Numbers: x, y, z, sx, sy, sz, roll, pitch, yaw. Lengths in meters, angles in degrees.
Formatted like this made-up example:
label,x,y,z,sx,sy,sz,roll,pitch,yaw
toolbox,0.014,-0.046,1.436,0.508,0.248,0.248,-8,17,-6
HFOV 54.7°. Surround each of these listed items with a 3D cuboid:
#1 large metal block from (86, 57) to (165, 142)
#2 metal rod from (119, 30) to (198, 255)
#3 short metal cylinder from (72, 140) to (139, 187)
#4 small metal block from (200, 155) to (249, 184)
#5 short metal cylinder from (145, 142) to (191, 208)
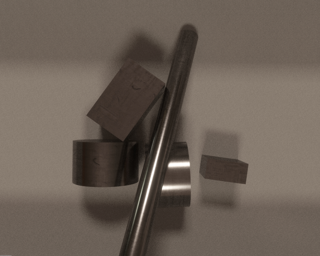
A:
label,x,y,z,sx,sy,sz,roll,pitch,yaw
large metal block,-0.038,-0.032,0.383,0.050,0.080,0.080,36,90,0
metal rod,0.004,0.008,0.350,0.025,0.025,0.300,15,65,0
short metal cylinder,-0.066,0.041,0.383,0.081,0.080,0.050,1,90,-1
small metal block,0.081,0.052,0.400,0.050,0.050,0.025,8,90,-1
short metal cylinder,0.009,0.058,0.384,0.050,0.080,0.079,-2,90,0
